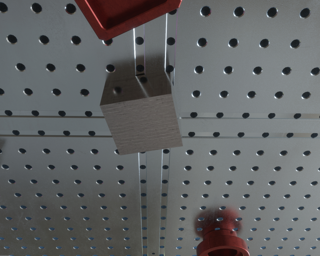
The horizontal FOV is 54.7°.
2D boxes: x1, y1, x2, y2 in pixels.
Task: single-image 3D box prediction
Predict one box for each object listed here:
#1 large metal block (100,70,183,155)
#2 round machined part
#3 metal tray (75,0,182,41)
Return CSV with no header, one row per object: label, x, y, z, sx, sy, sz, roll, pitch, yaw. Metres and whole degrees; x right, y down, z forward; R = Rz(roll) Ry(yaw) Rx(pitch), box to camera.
large metal block,-0.019,-0.017,0.380,0.080,0.050,0.080,-9,130,7
round machined part,0.120,0.233,0.602,0.099,0.042,0.097,0,130,0
metal tray,-0.046,-0.154,0.276,0.090,0.030,0.130,-20,128,16
